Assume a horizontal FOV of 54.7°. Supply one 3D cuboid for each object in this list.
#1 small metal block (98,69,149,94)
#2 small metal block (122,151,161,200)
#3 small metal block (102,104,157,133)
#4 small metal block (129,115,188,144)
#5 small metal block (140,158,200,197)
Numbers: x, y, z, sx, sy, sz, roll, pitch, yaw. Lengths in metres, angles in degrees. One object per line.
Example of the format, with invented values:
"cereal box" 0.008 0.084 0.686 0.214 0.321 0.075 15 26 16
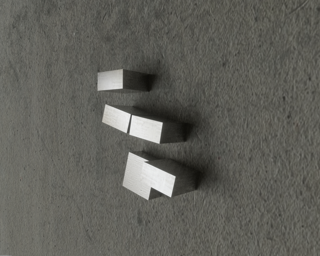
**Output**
"small metal block" -0.051 -0.064 0.431 0.050 0.050 0.025 1 91 40
"small metal block" -0.021 0.063 0.422 0.050 0.025 0.050 19 102 38
"small metal block" -0.041 -0.013 0.423 0.050 0.050 0.025 22 104 38
"small metal block" -0.001 0.001 0.390 0.050 0.050 0.025 15 100 39
"small metal block" 0.012 0.059 0.379 0.050 0.050 0.025 19 103 38
